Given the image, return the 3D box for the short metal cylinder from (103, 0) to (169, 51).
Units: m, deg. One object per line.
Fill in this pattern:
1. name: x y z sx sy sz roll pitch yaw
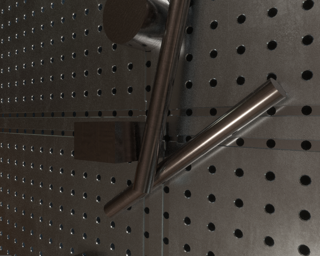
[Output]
1. short metal cylinder: -0.031 -0.148 0.417 0.080 0.050 0.079 0 90 39

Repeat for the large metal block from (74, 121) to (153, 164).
1. large metal block: -0.058 0.017 0.419 0.080 0.081 0.050 0 90 39

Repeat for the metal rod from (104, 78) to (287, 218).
1. metal rod: 0.022 0.042 0.389 0.299 0.025 0.025 -41 66 32

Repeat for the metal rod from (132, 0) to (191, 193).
1. metal rod: 0.007 -0.068 0.383 0.025 0.025 0.298 13 93 39
